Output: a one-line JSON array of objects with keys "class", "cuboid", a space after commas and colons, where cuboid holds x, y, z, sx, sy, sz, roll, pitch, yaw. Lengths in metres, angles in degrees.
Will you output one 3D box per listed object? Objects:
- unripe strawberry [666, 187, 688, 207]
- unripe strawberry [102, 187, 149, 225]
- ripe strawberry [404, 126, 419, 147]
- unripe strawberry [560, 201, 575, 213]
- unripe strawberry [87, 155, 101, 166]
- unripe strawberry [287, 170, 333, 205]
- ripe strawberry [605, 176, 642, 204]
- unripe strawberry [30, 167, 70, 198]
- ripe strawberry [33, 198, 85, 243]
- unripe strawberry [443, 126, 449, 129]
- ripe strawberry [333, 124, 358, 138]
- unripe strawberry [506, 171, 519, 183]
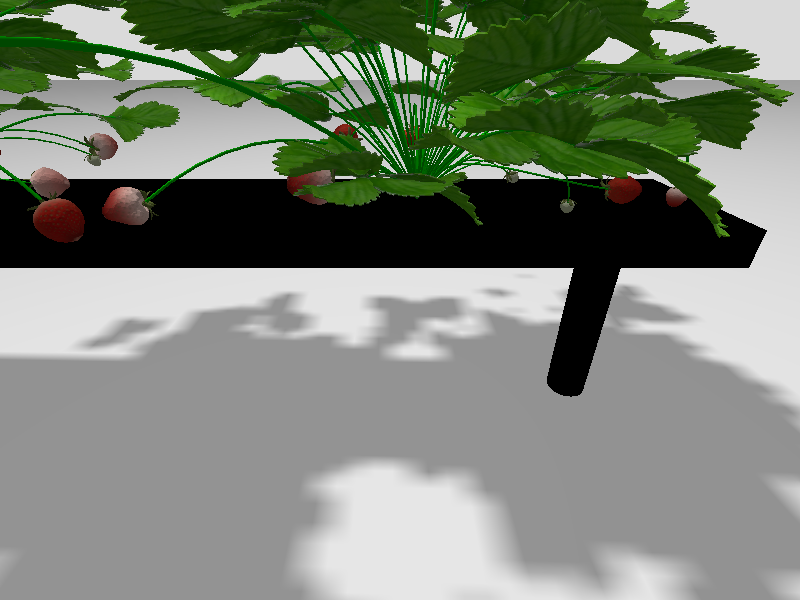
[{"class": "unripe strawberry", "cuboid": [0.214, -0.080, 0.310, 0.015, 0.015, 0.014, 6, 31, 10]}, {"class": "unripe strawberry", "cuboid": [-0.194, -0.065, 0.283, 0.028, 0.027, 0.030, -15, 33, -13]}, {"class": "ripe strawberry", "cuboid": [0.017, -0.228, 0.563, 0.030, 0.025, 0.030, 0, -17, 0]}, {"class": "unripe strawberry", "cuboid": [0.124, -0.069, 0.298, 0.010, 0.010, 0.009, 15, 34, 24]}, {"class": "unripe strawberry", "cuboid": [-0.350, -0.159, 0.459, 0.014, 0.013, 0.013, 19, 53, 29]}, {"class": "unripe strawberry", "cuboid": [-0.073, -0.096, 0.325, 0.037, 0.037, 0.041, -7, 31, -11]}, {"class": "ripe strawberry", "cuboid": [0.186, -0.092, 0.332, 0.027, 0.023, 0.027, 3, 31, 5]}, {"class": "unripe strawberry", "cuboid": [-0.305, -0.103, 0.351, 0.026, 0.025, 0.024, -1, 30, -2]}, {"class": "ripe strawberry", "cuboid": [-0.222, -0.051, 0.264, 0.028, 0.028, 0.026, -35, 8, 38]}, {"class": "unripe strawberry", "cuboid": [0.070, -0.261, 0.610, 0.009, 0.010, 0.010, 5, 31, 9]}, {"class": "ripe strawberry", "cuboid": [-0.070, -0.199, 0.500, 0.034, 0.039, 0.037, -13, 31, -21]}, {"class": "unripe strawberry", "cuboid": [0.111, -0.121, 0.393, 0.013, 0.011, 0.013, 14, 19, -36]}]
